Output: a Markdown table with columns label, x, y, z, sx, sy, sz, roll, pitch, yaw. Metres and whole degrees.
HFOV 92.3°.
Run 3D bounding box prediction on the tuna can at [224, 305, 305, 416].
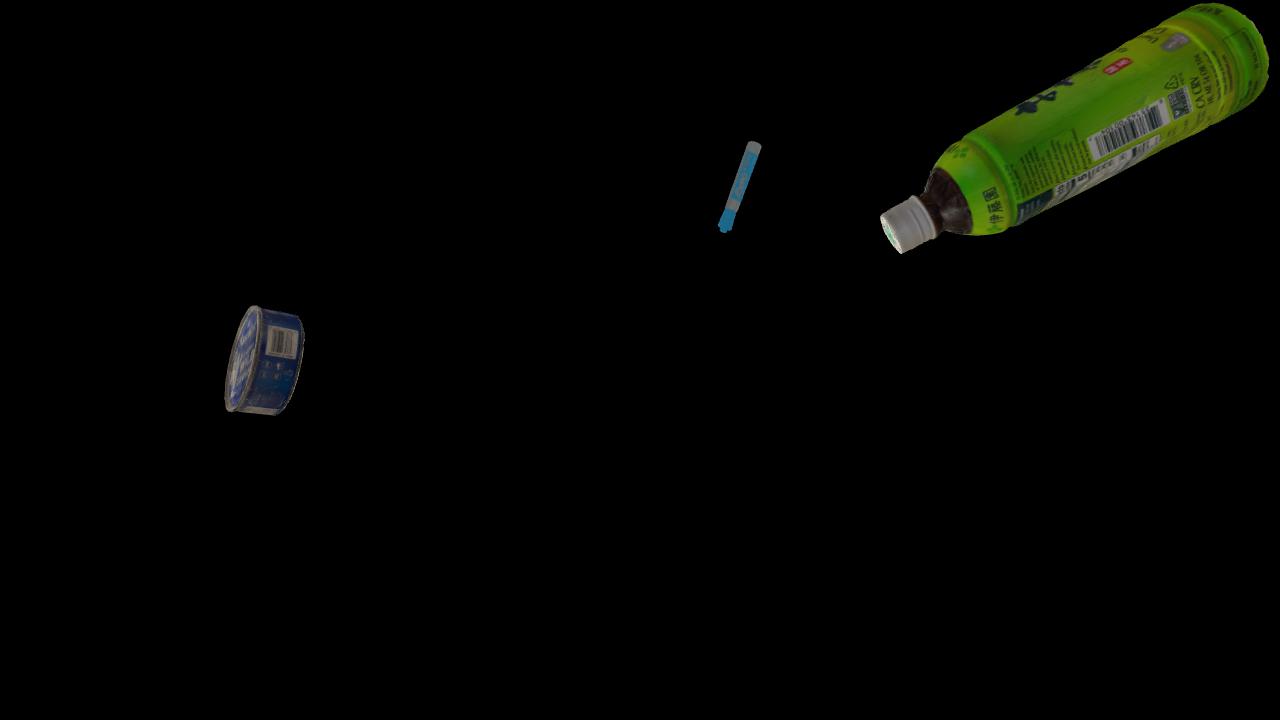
| label | x | y | z | sx | sy | sz | roll | pitch | yaw |
| --- | --- | --- | --- | --- | --- | --- | --- | --- | --- |
| tuna can | -0.296 | 0.001 | 0.485 | 0.034 | 0.084 | 0.084 | 14 | -9 | -43 |

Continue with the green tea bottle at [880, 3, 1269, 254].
| label | x | y | z | sx | sy | sz | roll | pitch | yaw |
| --- | --- | --- | --- | --- | --- | --- | --- | --- | --- |
| green tea bottle | 0.259 | -0.134 | 0.391 | 0.212 | 0.073 | 0.073 | -29 | -7 | 12 |

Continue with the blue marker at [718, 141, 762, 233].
| label | x | y | z | sx | sy | sz | roll | pitch | yaw |
| --- | --- | --- | --- | --- | --- | --- | --- | --- | --- |
| blue marker | 0.126 | -0.220 | 0.785 | 0.020 | 0.121 | 0.020 | 20 | -3 | 1 |
